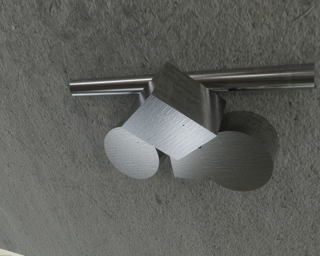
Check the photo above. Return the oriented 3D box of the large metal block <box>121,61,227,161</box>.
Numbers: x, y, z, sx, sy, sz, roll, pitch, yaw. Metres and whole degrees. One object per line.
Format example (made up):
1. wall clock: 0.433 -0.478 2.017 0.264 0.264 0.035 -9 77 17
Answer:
1. large metal block: 0.014 -0.015 0.352 0.080 0.050 0.080 31 144 -13

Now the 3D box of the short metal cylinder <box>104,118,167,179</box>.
1. short metal cylinder: -0.027 0.022 0.419 0.080 0.050 0.079 13 124 21

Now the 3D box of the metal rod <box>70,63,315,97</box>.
1. metal rod: 0.015 -0.053 0.367 0.300 0.025 0.025 1 119 27

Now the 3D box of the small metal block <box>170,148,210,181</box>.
1. small metal block: 0.042 0.040 0.412 0.050 0.025 0.050 2 120 27

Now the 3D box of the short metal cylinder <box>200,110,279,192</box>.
1. short metal cylinder: 0.093 0.026 0.359 0.080 0.050 0.079 13 124 21
